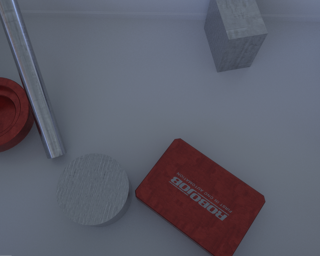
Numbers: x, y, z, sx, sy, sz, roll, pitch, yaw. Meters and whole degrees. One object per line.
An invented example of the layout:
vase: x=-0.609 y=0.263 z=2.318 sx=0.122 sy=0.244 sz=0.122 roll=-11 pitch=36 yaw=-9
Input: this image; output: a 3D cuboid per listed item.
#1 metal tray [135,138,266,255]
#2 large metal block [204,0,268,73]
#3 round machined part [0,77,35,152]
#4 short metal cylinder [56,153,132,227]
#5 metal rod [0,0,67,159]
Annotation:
metal tray: x=0.047 y=0.085 z=0.377 sx=0.130 sy=0.030 sz=0.090 roll=35 pitch=73 yaw=11
large metal block: x=0.101 y=-0.136 z=0.431 sx=0.050 sy=0.080 sz=0.080 roll=-11 pitch=71 yaw=-4
round machined part: x=-0.212 y=-0.014 z=0.403 sx=0.099 sy=0.042 sz=0.098 roll=0 pitch=70 yaw=-1
short metal cylinder: x=-0.075 y=0.075 z=0.368 sx=0.081 sy=0.050 sz=0.080 roll=0 pitch=70 yaw=0
metal rod: x=-0.172 y=-0.107 z=0.377 sx=0.025 sy=0.025 sz=0.298 roll=-17 pitch=98 yaw=-6
